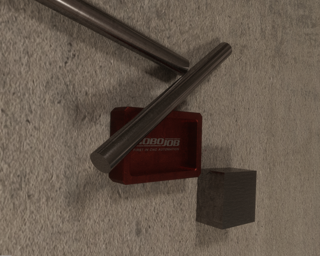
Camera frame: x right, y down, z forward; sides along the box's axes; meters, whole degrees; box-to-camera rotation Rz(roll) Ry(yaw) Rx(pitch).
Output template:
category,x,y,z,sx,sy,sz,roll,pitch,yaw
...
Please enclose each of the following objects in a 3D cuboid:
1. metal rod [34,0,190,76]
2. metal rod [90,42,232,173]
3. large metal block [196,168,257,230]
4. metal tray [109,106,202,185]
category,x,y,z,sx,sy,sz,roll,pitch,yaw
metal rod,-0.079,-0.124,0.339,0.302,0.025,0.025,19,78,-39
metal rod,0.023,-0.046,0.394,0.302,0.025,0.025,-45,118,-42
large metal block,0.103,0.104,0.478,0.081,0.050,0.080,4,87,-40
metal tray,-0.001,0.022,0.402,0.131,0.030,0.089,2,89,-40
